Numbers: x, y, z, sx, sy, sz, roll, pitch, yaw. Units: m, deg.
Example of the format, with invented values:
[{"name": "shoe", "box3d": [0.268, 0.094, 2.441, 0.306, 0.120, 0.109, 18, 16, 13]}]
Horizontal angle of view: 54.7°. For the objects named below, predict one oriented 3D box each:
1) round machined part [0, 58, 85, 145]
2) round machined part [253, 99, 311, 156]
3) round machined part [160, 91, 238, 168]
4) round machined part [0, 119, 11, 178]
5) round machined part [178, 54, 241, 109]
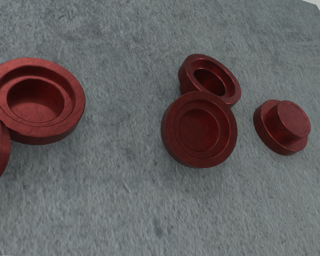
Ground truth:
[{"name": "round machined part", "box3d": [-0.135, -0.025, 0.336, 0.099, 0.042, 0.098, 14, 56, -21]}, {"name": "round machined part", "box3d": [0.208, -0.007, 0.512, 0.099, 0.042, 0.098, 14, 56, -21]}, {"name": "round machined part", "box3d": [0.047, 0.004, 0.404, 0.099, 0.042, 0.097, 3, 79, -17]}, {"name": "round machined part", "box3d": [-0.170, 0.019, 0.267, 0.042, 0.098, 0.098, 24, 41, -63]}, {"name": "round machined part", "box3d": [0.069, -0.062, 0.464, 0.099, 0.042, 0.098, 18, 46, -20]}]
